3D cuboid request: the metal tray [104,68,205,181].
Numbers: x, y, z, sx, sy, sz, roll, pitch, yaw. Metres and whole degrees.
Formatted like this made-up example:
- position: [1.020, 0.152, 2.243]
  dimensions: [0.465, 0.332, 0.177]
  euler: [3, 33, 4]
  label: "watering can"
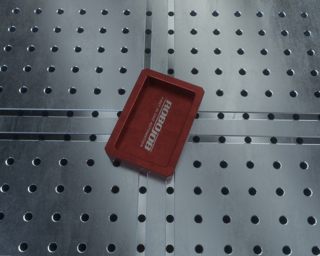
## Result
- position: [-0.005, -0.007, 0.411]
  dimensions: [0.090, 0.030, 0.130]
  euler: [21, 71, 7]
  label: "metal tray"
